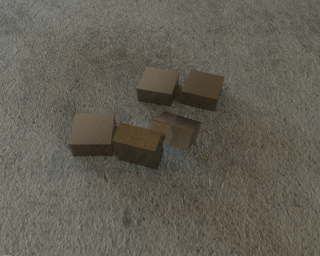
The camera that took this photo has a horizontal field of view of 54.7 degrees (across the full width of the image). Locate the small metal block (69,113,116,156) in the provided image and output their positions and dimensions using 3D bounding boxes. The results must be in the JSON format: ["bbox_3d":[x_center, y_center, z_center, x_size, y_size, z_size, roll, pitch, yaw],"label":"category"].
[{"bbox_3d":[-0.084,0.008,0.395,0.050,0.025,0.050,0,50,-1],"label":"small metal block"}]

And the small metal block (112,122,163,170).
[{"bbox_3d":[-0.024,0.022,0.366,0.050,0.050,0.025,13,60,11],"label":"small metal block"}]

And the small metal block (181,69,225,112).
[{"bbox_3d":[0.062,-0.055,0.450,0.050,0.025,0.050,15,52,12],"label":"small metal block"}]

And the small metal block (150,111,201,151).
[{"bbox_3d":[0.019,0.002,0.386,0.050,0.025,0.050,17,18,14],"label":"small metal block"}]

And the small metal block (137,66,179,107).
[{"bbox_3d":[-0.002,-0.061,0.455,0.050,0.025,0.050,11,51,9],"label":"small metal block"}]
